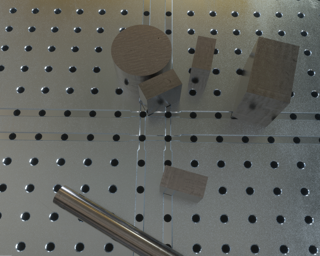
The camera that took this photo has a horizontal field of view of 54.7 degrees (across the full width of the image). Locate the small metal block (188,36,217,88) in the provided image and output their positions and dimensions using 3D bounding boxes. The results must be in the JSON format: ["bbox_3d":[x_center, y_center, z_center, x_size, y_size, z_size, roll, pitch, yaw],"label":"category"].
[{"bbox_3d":[0.059,-0.091,0.433,0.025,0.050,0.050,12,71,4],"label":"small metal block"}]

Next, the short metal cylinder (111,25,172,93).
[{"bbox_3d":[-0.024,-0.096,0.433,0.081,0.050,0.080,0,70,-1],"label":"short metal cylinder"}]

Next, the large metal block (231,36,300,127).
[{"bbox_3d":[0.135,-0.058,0.405,0.050,0.080,0.080,16,71,5],"label":"large metal block"}]

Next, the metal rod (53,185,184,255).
[{"bbox_3d":[0.008,0.151,0.356,0.301,0.025,0.025,28,72,9],"label":"metal rod"}]

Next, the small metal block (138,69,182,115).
[{"bbox_3d":[0.000,-0.047,0.416,0.050,0.050,0.025,-26,73,-9],"label":"small metal block"}]

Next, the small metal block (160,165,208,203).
[{"bbox_3d":[0.027,0.069,0.374,0.050,0.050,0.025,15,71,5],"label":"small metal block"}]
